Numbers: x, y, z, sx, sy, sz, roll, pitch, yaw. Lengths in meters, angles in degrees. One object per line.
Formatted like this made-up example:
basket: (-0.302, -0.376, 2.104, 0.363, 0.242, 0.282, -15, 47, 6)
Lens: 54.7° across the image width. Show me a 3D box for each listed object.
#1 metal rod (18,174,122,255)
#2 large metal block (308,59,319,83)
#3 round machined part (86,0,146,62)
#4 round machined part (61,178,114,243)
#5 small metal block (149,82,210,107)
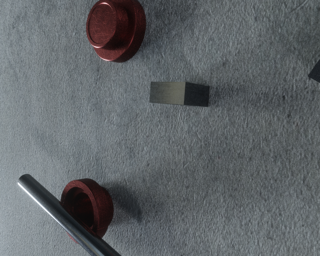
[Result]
metal rod: (-0.129, 0.142, 0.456, 0.300, 0.025, 0.025, 24, 106, 37)
large metal block: (0.181, -0.052, 0.239, 0.080, 0.050, 0.080, 42, 115, 32)
round machined part: (-0.071, -0.148, 0.452, 0.098, 0.042, 0.097, 0, 90, 40)
round machined part: (-0.110, 0.128, 0.485, 0.098, 0.042, 0.097, 0, 90, 40)
small metal block: (0.024, -0.040, 0.369, 0.050, 0.050, 0.025, 7, 95, 40)
